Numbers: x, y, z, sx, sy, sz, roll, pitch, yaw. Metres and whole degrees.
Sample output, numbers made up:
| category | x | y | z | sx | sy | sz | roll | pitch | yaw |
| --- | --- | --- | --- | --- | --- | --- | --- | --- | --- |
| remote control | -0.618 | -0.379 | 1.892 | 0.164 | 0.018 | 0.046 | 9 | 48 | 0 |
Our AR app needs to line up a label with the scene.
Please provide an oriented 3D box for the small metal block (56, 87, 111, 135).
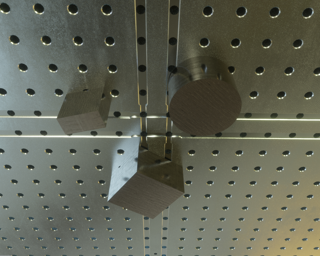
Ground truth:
| category | x | y | z | sx | sy | sz | roll | pitch | yaw |
| --- | --- | --- | --- | --- | --- | --- | --- | --- | --- |
| small metal block | -0.091 | -0.022 | 0.376 | 0.050 | 0.050 | 0.025 | -10 | 129 | 8 |

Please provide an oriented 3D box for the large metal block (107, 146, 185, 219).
| category | x | y | z | sx | sy | sz | roll | pitch | yaw |
| --- | --- | --- | --- | --- | --- | --- | --- | --- | --- |
| large metal block | -0.021 | 0.084 | 0.467 | 0.080 | 0.050 | 0.080 | 28 | 125 | -22 |

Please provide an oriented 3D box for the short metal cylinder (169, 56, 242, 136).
| category | x | y | z | sx | sy | sz | roll | pitch | yaw |
| --- | --- | --- | --- | --- | --- | --- | --- | --- | --- |
| short metal cylinder | 0.050 | -0.037 | 0.364 | 0.081 | 0.050 | 0.079 | 0 | 130 | 0 |
